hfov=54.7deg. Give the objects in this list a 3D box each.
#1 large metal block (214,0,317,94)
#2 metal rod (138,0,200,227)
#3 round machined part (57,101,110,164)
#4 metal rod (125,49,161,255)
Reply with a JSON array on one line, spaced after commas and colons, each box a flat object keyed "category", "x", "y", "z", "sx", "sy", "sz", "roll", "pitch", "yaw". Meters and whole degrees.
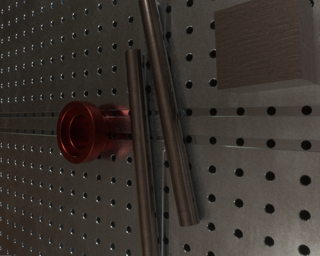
[{"category": "large metal block", "x": 0.103, "y": -0.080, "z": 0.307, "sx": 0.080, "sy": 0.050, "sz": 0.080, "roll": -4, "pitch": 88, "yaw": 39}, {"category": "metal rod", "x": 0.010, "y": -0.028, "z": 0.399, "sx": 0.025, "sy": 0.025, "sz": 0.298, "roll": -17, "pitch": 79, "yaw": 38}, {"category": "round machined part", "x": -0.119, "y": 0.007, "z": 0.493, "sx": 0.098, "sy": 0.042, "sz": 0.097, "roll": 0, "pitch": 90, "yaw": 39}, {"category": "metal rod", "x": -0.024, "y": 0.041, "z": 0.426, "sx": 0.025, "sy": 0.025, "sz": 0.298, "roll": -9, "pitch": 84, "yaw": 39}]
